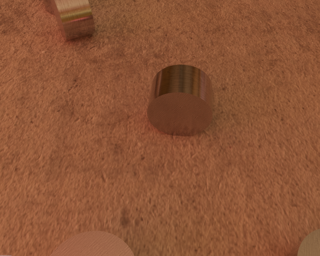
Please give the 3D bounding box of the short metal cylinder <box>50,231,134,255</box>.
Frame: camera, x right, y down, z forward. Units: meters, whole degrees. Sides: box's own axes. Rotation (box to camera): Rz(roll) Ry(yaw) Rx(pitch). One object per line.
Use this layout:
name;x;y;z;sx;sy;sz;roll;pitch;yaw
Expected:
short metal cylinder;-0.058;0.138;0.270;0.081;0.050;0.080;0;50;0

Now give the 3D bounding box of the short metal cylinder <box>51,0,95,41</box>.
short metal cylinder;-0.150;-0.195;0.530;0.050;0.080;0.080;-20;53;-17

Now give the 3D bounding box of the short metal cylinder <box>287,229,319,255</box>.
short metal cylinder;0.155;0.137;0.274;0.081;0.050;0.080;0;50;0

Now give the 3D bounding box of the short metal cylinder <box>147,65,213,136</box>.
short metal cylinder;0.027;-0.034;0.396;0.080;0.080;0.050;5;50;3

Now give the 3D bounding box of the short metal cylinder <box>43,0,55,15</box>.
short metal cylinder;-0.190;-0.263;0.605;0.081;0.050;0.080;0;50;0
